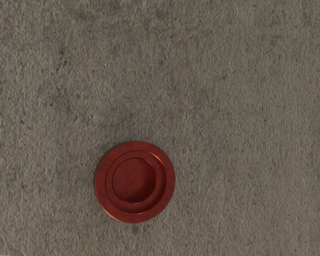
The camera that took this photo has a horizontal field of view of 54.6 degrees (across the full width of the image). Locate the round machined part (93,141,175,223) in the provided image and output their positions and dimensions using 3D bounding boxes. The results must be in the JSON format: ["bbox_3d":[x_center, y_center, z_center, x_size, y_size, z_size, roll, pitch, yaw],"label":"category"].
[{"bbox_3d":[-0.034,0.064,0.387,0.099,0.042,0.097,0,90,-20],"label":"round machined part"}]
